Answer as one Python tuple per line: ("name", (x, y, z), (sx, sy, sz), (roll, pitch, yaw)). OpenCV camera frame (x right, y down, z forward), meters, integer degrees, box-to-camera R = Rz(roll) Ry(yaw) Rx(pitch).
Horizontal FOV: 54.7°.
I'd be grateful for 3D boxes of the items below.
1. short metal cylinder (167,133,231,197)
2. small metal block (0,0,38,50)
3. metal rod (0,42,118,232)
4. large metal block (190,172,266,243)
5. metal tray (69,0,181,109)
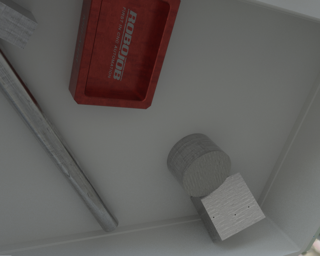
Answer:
("short metal cylinder", (0.057, 0.055, 0.460), (0.081, 0.050, 0.079), (-14, 125, -21))
("small metal block", (-0.135, -0.096, 0.259), (0.050, 0.050, 0.025), (27, 103, -38))
("metal rod", (-0.115, 0.033, 0.366), (0.025, 0.025, 0.299), (-29, 129, -10))
("large metal block", (0.108, 0.130, 0.506), (0.081, 0.080, 0.050), (-22, 160, -16))
("metal tray", (-0.040, -0.087, 0.330), (0.091, 0.030, 0.129), (3, 117, -30))
